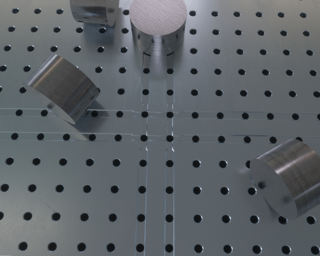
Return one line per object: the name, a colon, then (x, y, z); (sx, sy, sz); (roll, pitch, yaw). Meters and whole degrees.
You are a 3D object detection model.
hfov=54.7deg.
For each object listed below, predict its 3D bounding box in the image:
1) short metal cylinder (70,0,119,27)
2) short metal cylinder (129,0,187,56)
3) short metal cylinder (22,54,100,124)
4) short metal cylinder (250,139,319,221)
short metal cylinder: (-0.093, -0.193, 0.452); (0.050, 0.080, 0.080); (8, 70, 3)
short metal cylinder: (-0.003, -0.154, 0.455); (0.081, 0.050, 0.080); (0, 70, 0)
short metal cylinder: (-0.126, -0.049, 0.399); (0.080, 0.080, 0.050); (32, 73, 11)
short metal cylinder: (0.151, 0.059, 0.362); (0.050, 0.080, 0.080); (-28, 73, -9)
